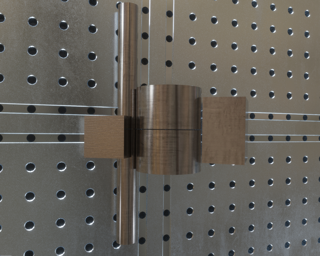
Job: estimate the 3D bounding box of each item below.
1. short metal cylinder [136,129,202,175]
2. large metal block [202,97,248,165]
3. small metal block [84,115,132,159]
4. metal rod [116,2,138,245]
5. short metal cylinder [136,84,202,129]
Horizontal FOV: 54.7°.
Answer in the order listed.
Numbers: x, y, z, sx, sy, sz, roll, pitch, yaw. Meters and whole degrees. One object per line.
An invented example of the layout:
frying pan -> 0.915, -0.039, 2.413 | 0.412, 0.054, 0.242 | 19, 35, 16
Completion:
short metal cylinder -> 0.011, 0.027, 0.383 | 0.081, 0.080, 0.050 | 1, 90, -20
large metal block -> 0.087, 0.003, 0.404 | 0.050, 0.080, 0.079 | 1, 90, 18
small metal block -> -0.062, 0.010, 0.374 | 0.050, 0.025, 0.050 | 0, 89, 14
metal rod -> -0.041, -0.005, 0.393 | 0.025, 0.025, 0.298 | 0, 90, -20
short metal cylinder -> 0.011, -0.024, 0.383 | 0.081, 0.080, 0.050 | 1, 90, -20
